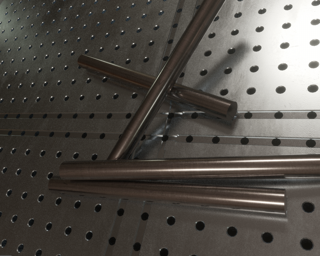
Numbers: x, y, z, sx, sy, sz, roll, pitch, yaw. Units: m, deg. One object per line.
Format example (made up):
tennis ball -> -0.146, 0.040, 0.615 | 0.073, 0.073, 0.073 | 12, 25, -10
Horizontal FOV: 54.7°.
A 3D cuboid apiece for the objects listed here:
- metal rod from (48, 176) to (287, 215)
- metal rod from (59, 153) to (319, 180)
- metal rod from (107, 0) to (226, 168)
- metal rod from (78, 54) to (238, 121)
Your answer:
metal rod -> -0.013, 0.075, 0.367 | 0.301, 0.025, 0.025 | -2, 61, 27
metal rod -> 0.017, 0.047, 0.354 | 0.301, 0.025, 0.025 | -4, 60, 20
metal rod -> 0.016, -0.077, 0.406 | 0.025, 0.025, 0.299 | 32, 91, 37
metal rod -> -0.024, -0.069, 0.461 | 0.300, 0.025, 0.025 | 24, 75, 36
